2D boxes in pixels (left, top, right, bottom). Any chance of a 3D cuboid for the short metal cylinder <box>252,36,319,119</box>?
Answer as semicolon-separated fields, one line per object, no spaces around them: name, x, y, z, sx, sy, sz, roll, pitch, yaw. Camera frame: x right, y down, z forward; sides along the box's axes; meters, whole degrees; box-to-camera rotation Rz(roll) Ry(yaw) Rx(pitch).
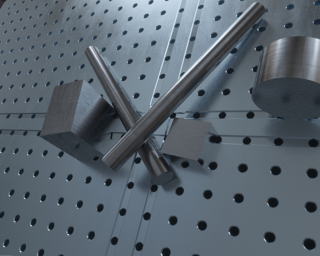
short metal cylinder;0.143;-0.050;0.329;0.080;0.080;0.050;5;64;30

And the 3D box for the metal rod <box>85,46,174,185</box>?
metal rod;-0.059;-0.038;0.462;0.025;0.025;0.300;-36;51;4

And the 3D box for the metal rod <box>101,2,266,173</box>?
metal rod;0.039;-0.061;0.405;0.301;0.025;0.025;-47;51;-13

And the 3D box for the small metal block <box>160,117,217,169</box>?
small metal block;0.035;0.017;0.379;0.050;0.025;0.050;10;67;32

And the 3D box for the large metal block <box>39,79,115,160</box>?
large metal block;-0.112;-0.009;0.437;0.050;0.080;0.080;-9;58;24
